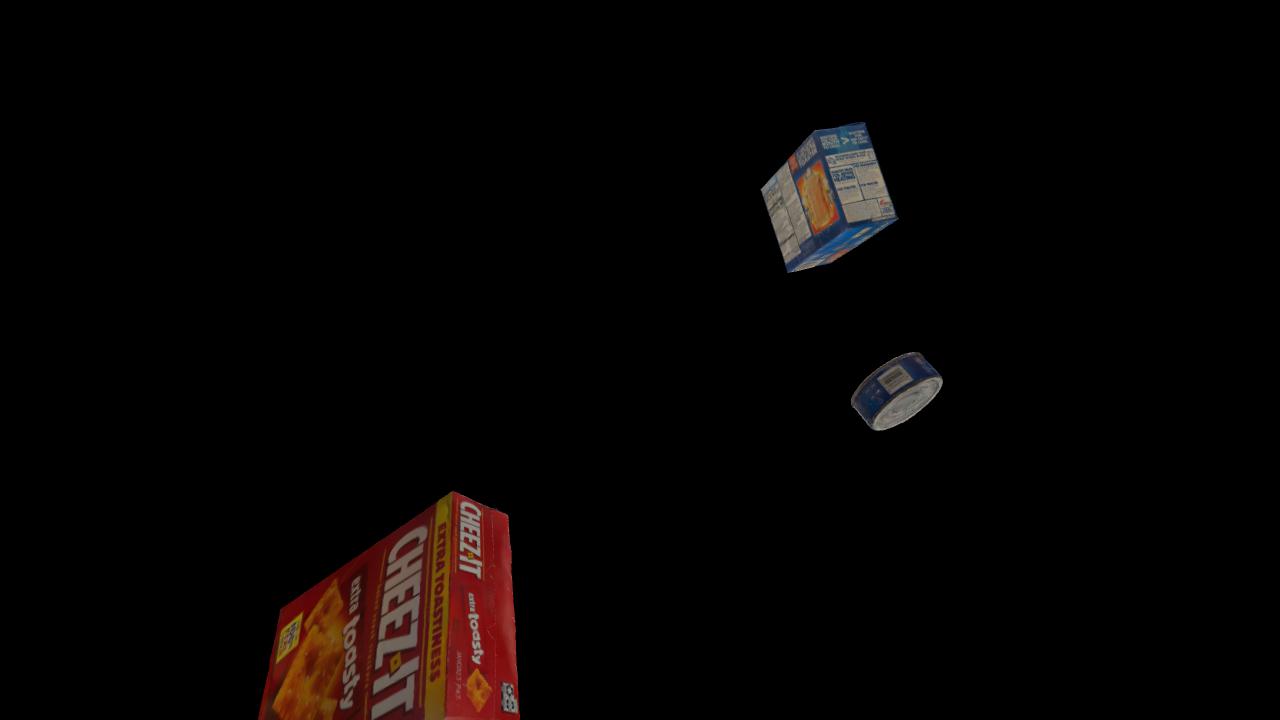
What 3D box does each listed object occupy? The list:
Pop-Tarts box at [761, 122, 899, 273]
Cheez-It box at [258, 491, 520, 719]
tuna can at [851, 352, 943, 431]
[{"bbox_3d":[0.259,-0.221,0.865,0.083,0.141,0.167,-14,-8,-17],"label":"Pop-Tarts box"},{"bbox_3d":[-0.193,0.227,0.463,0.223,0.166,0.071,-35,-47,18],"label":"Cheez-It box"},{"bbox_3d":[0.254,0.032,0.607,0.084,0.034,0.084,-20,-35,-15],"label":"tuna can"}]
